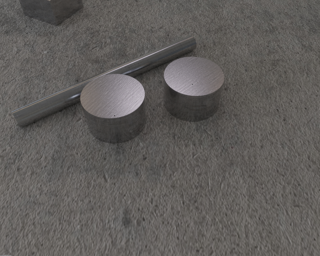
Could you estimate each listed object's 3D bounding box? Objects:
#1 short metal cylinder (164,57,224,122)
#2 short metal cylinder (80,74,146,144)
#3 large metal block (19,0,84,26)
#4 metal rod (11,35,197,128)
[{"bbox_3d":[0.046,-0.055,0.434,0.081,0.050,0.080,0,50,0],"label":"short metal cylinder"},{"bbox_3d":[-0.059,-0.026,0.409,0.081,0.050,0.080,0,50,0],"label":"short metal cylinder"},{"bbox_3d":[-0.208,-0.247,0.593,0.080,0.050,0.080,23,54,18],"label":"large metal block"},{"bbox_3d":[-0.069,-0.078,0.468,0.302,0.025,0.025,-29,56,-22],"label":"metal rod"}]
